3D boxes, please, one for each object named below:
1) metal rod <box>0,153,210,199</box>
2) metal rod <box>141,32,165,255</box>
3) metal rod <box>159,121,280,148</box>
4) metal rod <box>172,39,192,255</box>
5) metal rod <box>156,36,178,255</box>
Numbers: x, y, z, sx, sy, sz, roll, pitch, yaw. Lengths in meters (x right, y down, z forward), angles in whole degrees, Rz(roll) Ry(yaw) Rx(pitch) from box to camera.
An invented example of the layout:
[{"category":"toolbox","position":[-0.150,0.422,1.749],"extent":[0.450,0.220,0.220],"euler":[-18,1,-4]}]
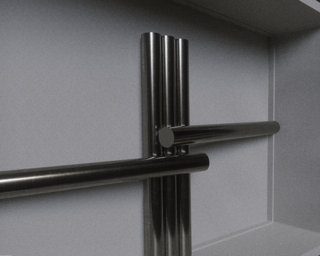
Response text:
[{"category":"metal rod","position":[-0.067,0.049,0.329],"extent":[0.303,0.025,0.025],"euler":[-2,91,-34]},{"category":"metal rod","position":[-0.009,0.030,0.399],"extent":[0.025,0.025,0.298],"euler":[-2,91,-40]},{"category":"metal rod","position":[0.112,0.005,0.479],"extent":[0.302,0.025,0.025],"euler":[-3,92,-46]},{"category":"metal rod","position":[0.030,0.028,0.432],"extent":[0.025,0.025,0.298],"euler":[-2,91,-40]},{"category":"metal rod","position":[0.010,0.029,0.415],"extent":[0.025,0.025,0.298],"euler":[-2,91,-40]}]
